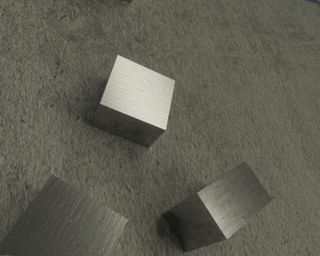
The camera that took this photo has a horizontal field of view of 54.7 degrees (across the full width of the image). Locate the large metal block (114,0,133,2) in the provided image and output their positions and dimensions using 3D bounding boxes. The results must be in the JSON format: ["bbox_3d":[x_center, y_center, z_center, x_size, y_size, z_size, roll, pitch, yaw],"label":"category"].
[{"bbox_3d":[-0.084,-0.256,0.498,0.081,0.050,0.080,-6,65,-31],"label":"large metal block"}]

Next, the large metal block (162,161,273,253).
[{"bbox_3d":[0.062,0.089,0.348,0.081,0.080,0.050,-24,75,-36],"label":"large metal block"}]

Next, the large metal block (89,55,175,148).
[{"bbox_3d":[-0.033,-0.032,0.389,0.080,0.050,0.080,22,54,-15],"label":"large metal block"}]

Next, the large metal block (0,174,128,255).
[{"bbox_3d":[-0.088,0.103,0.277,0.080,0.050,0.080,33,51,-7],"label":"large metal block"}]
